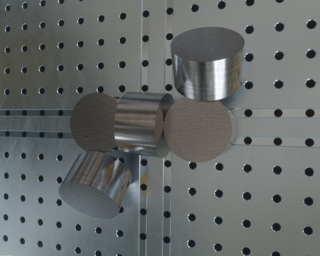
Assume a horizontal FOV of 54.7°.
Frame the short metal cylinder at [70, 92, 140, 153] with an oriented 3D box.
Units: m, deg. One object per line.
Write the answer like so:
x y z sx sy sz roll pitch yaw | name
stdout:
-0.073 -0.006 0.423 0.080 0.050 0.079 0 90 19 | short metal cylinder

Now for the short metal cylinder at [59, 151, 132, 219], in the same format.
-0.083 0.075 0.405 0.080 0.050 0.080 11 137 11 | short metal cylinder

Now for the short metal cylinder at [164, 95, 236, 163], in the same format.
0.051 0.000 0.380 0.080 0.050 0.079 0 90 19 | short metal cylinder

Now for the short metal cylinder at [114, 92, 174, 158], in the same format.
-0.016 -0.005 0.388 0.050 0.080 0.079 5 92 19 | short metal cylinder

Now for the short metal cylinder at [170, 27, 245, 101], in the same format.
0.054 -0.075 0.357 0.080 0.080 0.050 9 135 19 | short metal cylinder
